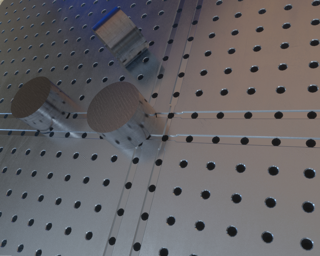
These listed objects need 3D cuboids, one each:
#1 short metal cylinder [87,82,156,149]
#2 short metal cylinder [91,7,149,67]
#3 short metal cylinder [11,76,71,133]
[{"bbox_3d":[-0.053,-0.017,0.429,0.080,0.050,0.080,-13,56,20],"label":"short metal cylinder"},{"bbox_3d":[-0.063,-0.143,0.492,0.050,0.080,0.080,-42,51,-1],"label":"short metal cylinder"},{"bbox_3d":[-0.198,-0.039,0.517,0.080,0.050,0.080,-13,56,20],"label":"short metal cylinder"}]
